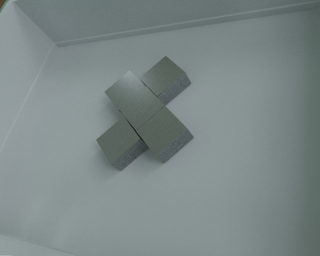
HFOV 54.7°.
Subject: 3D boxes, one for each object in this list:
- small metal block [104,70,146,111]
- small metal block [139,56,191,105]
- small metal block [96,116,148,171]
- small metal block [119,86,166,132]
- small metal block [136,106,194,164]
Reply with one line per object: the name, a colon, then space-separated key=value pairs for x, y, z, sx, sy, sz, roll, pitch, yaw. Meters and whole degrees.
small metal block: x=-0.046 y=-0.050 z=0.458 sx=0.050 sy=0.025 sz=0.050 roll=-41 pitch=51 yaw=0
small metal block: x=0.007 y=-0.067 z=0.441 sx=0.050 sy=0.025 sz=0.050 roll=-40 pitch=51 yaw=-1
small metal block: x=-0.051 y=0.021 z=0.418 sx=0.050 sy=0.025 sz=0.050 roll=-41 pitch=51 yaw=1
small metal block: x=-0.020 y=-0.022 z=0.426 sx=0.050 sy=0.025 sz=0.050 roll=-41 pitch=51 yaw=0
small metal block: x=0.006 y=0.008 z=0.395 sx=0.050 sy=0.025 sz=0.050 roll=-41 pitch=51 yaw=0
